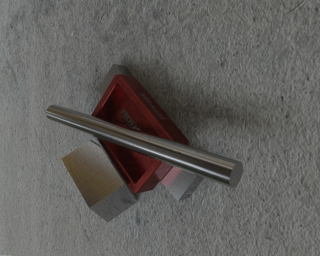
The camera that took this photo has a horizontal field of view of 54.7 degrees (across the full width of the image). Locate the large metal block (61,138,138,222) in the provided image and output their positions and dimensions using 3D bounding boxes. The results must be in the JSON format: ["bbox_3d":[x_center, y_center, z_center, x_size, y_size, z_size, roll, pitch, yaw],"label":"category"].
[{"bbox_3d":[-0.080,0.073,0.423,0.050,0.080,0.080,-34,62,-10],"label":"large metal block"}]

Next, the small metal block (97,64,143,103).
[{"bbox_3d":[-0.058,-0.057,0.452,0.050,0.025,0.050,52,120,27],"label":"small metal block"}]

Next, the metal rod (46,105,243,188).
[{"bbox_3d":[-0.045,0.009,0.370,0.300,0.025,0.025,16,100,38],"label":"metal rod"}]

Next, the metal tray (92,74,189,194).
[{"bbox_3d":[-0.033,0.005,0.395,0.130,0.030,0.090,51,120,27],"label":"metal tray"}]

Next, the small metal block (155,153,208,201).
[{"bbox_3d":[0.026,0.053,0.383,0.050,0.025,0.050,46,117,30],"label":"small metal block"}]
